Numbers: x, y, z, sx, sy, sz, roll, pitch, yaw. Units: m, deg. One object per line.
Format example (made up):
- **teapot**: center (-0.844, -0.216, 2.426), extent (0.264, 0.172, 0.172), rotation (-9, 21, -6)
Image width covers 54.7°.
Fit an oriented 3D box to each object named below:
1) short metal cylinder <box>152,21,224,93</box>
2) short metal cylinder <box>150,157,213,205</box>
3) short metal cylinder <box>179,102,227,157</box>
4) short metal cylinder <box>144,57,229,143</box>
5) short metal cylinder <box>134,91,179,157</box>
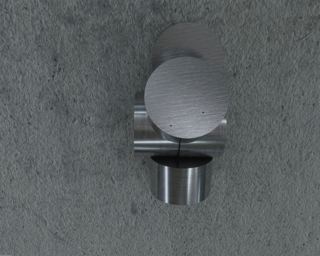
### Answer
- **short metal cylinder**: center (0.031, -0.084, 0.368), extent (0.081, 0.050, 0.079), rotation (0, 110, -1)
- **short metal cylinder**: center (0.027, 0.056, 0.403), extent (0.081, 0.080, 0.050), rotation (0, 110, -1)
- **short metal cylinder**: center (0.048, -0.004, 0.380), extent (0.050, 0.080, 0.079), rotation (0, 110, 0)
- **short metal cylinder**: center (0.025, -0.026, 0.318), extent (0.081, 0.050, 0.080), rotation (0, 82, -1)
- **short metal cylinder**: center (-0.004, -0.005, 0.380), extent (0.050, 0.080, 0.079), rotation (1, 110, -1)
